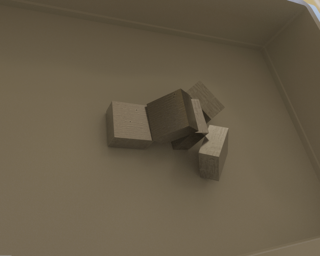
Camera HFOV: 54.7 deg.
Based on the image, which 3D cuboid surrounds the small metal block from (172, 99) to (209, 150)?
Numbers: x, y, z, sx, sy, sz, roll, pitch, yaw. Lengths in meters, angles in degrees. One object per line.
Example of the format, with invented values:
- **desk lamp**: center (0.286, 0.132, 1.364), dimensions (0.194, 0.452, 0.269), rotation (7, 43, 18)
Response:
- **small metal block**: center (0.034, -0.004, 0.411), dimensions (0.025, 0.050, 0.050), rotation (1, 61, -28)

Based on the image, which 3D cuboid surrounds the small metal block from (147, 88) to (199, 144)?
- **small metal block**: center (0.015, -0.013, 0.382), dimensions (0.025, 0.050, 0.050), rotation (26, 48, -54)

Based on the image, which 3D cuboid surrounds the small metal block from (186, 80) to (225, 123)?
- **small metal block**: center (0.060, -0.035, 0.440), dimensions (0.025, 0.050, 0.050), rotation (-41, 85, -7)

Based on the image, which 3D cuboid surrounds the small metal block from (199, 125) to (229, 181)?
- **small metal block**: center (0.071, 0.033, 0.404), dimensions (0.025, 0.050, 0.050), rotation (11, 48, 20)

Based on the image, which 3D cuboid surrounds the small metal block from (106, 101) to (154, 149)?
- **small metal block**: center (-0.038, -0.003, 0.385), dimensions (0.050, 0.025, 0.050), rotation (6, 59, -25)
